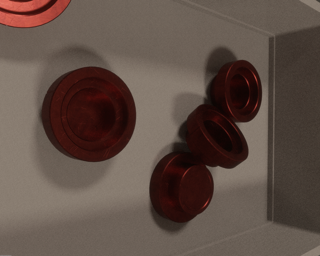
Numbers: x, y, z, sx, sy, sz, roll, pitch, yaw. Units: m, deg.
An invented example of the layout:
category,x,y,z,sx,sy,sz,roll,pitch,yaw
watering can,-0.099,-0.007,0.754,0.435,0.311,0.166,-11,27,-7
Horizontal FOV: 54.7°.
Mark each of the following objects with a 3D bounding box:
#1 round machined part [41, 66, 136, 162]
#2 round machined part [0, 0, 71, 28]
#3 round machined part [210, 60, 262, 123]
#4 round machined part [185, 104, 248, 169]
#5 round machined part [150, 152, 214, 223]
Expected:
category,x,y,z,sx,sy,sz,roll,pitch,yaw
round machined part,-0.078,-0.014,0.332,0.099,0.042,0.097,0,90,-40
round machined part,-0.128,-0.142,0.272,0.099,0.042,0.097,-18,128,-24
round machined part,0.119,-0.057,0.498,0.099,0.042,0.097,0,90,-40
round machined part,0.075,0.017,0.441,0.098,0.042,0.098,28,37,-24
round machined part,0.037,0.082,0.429,0.099,0.042,0.097,0,90,-40
